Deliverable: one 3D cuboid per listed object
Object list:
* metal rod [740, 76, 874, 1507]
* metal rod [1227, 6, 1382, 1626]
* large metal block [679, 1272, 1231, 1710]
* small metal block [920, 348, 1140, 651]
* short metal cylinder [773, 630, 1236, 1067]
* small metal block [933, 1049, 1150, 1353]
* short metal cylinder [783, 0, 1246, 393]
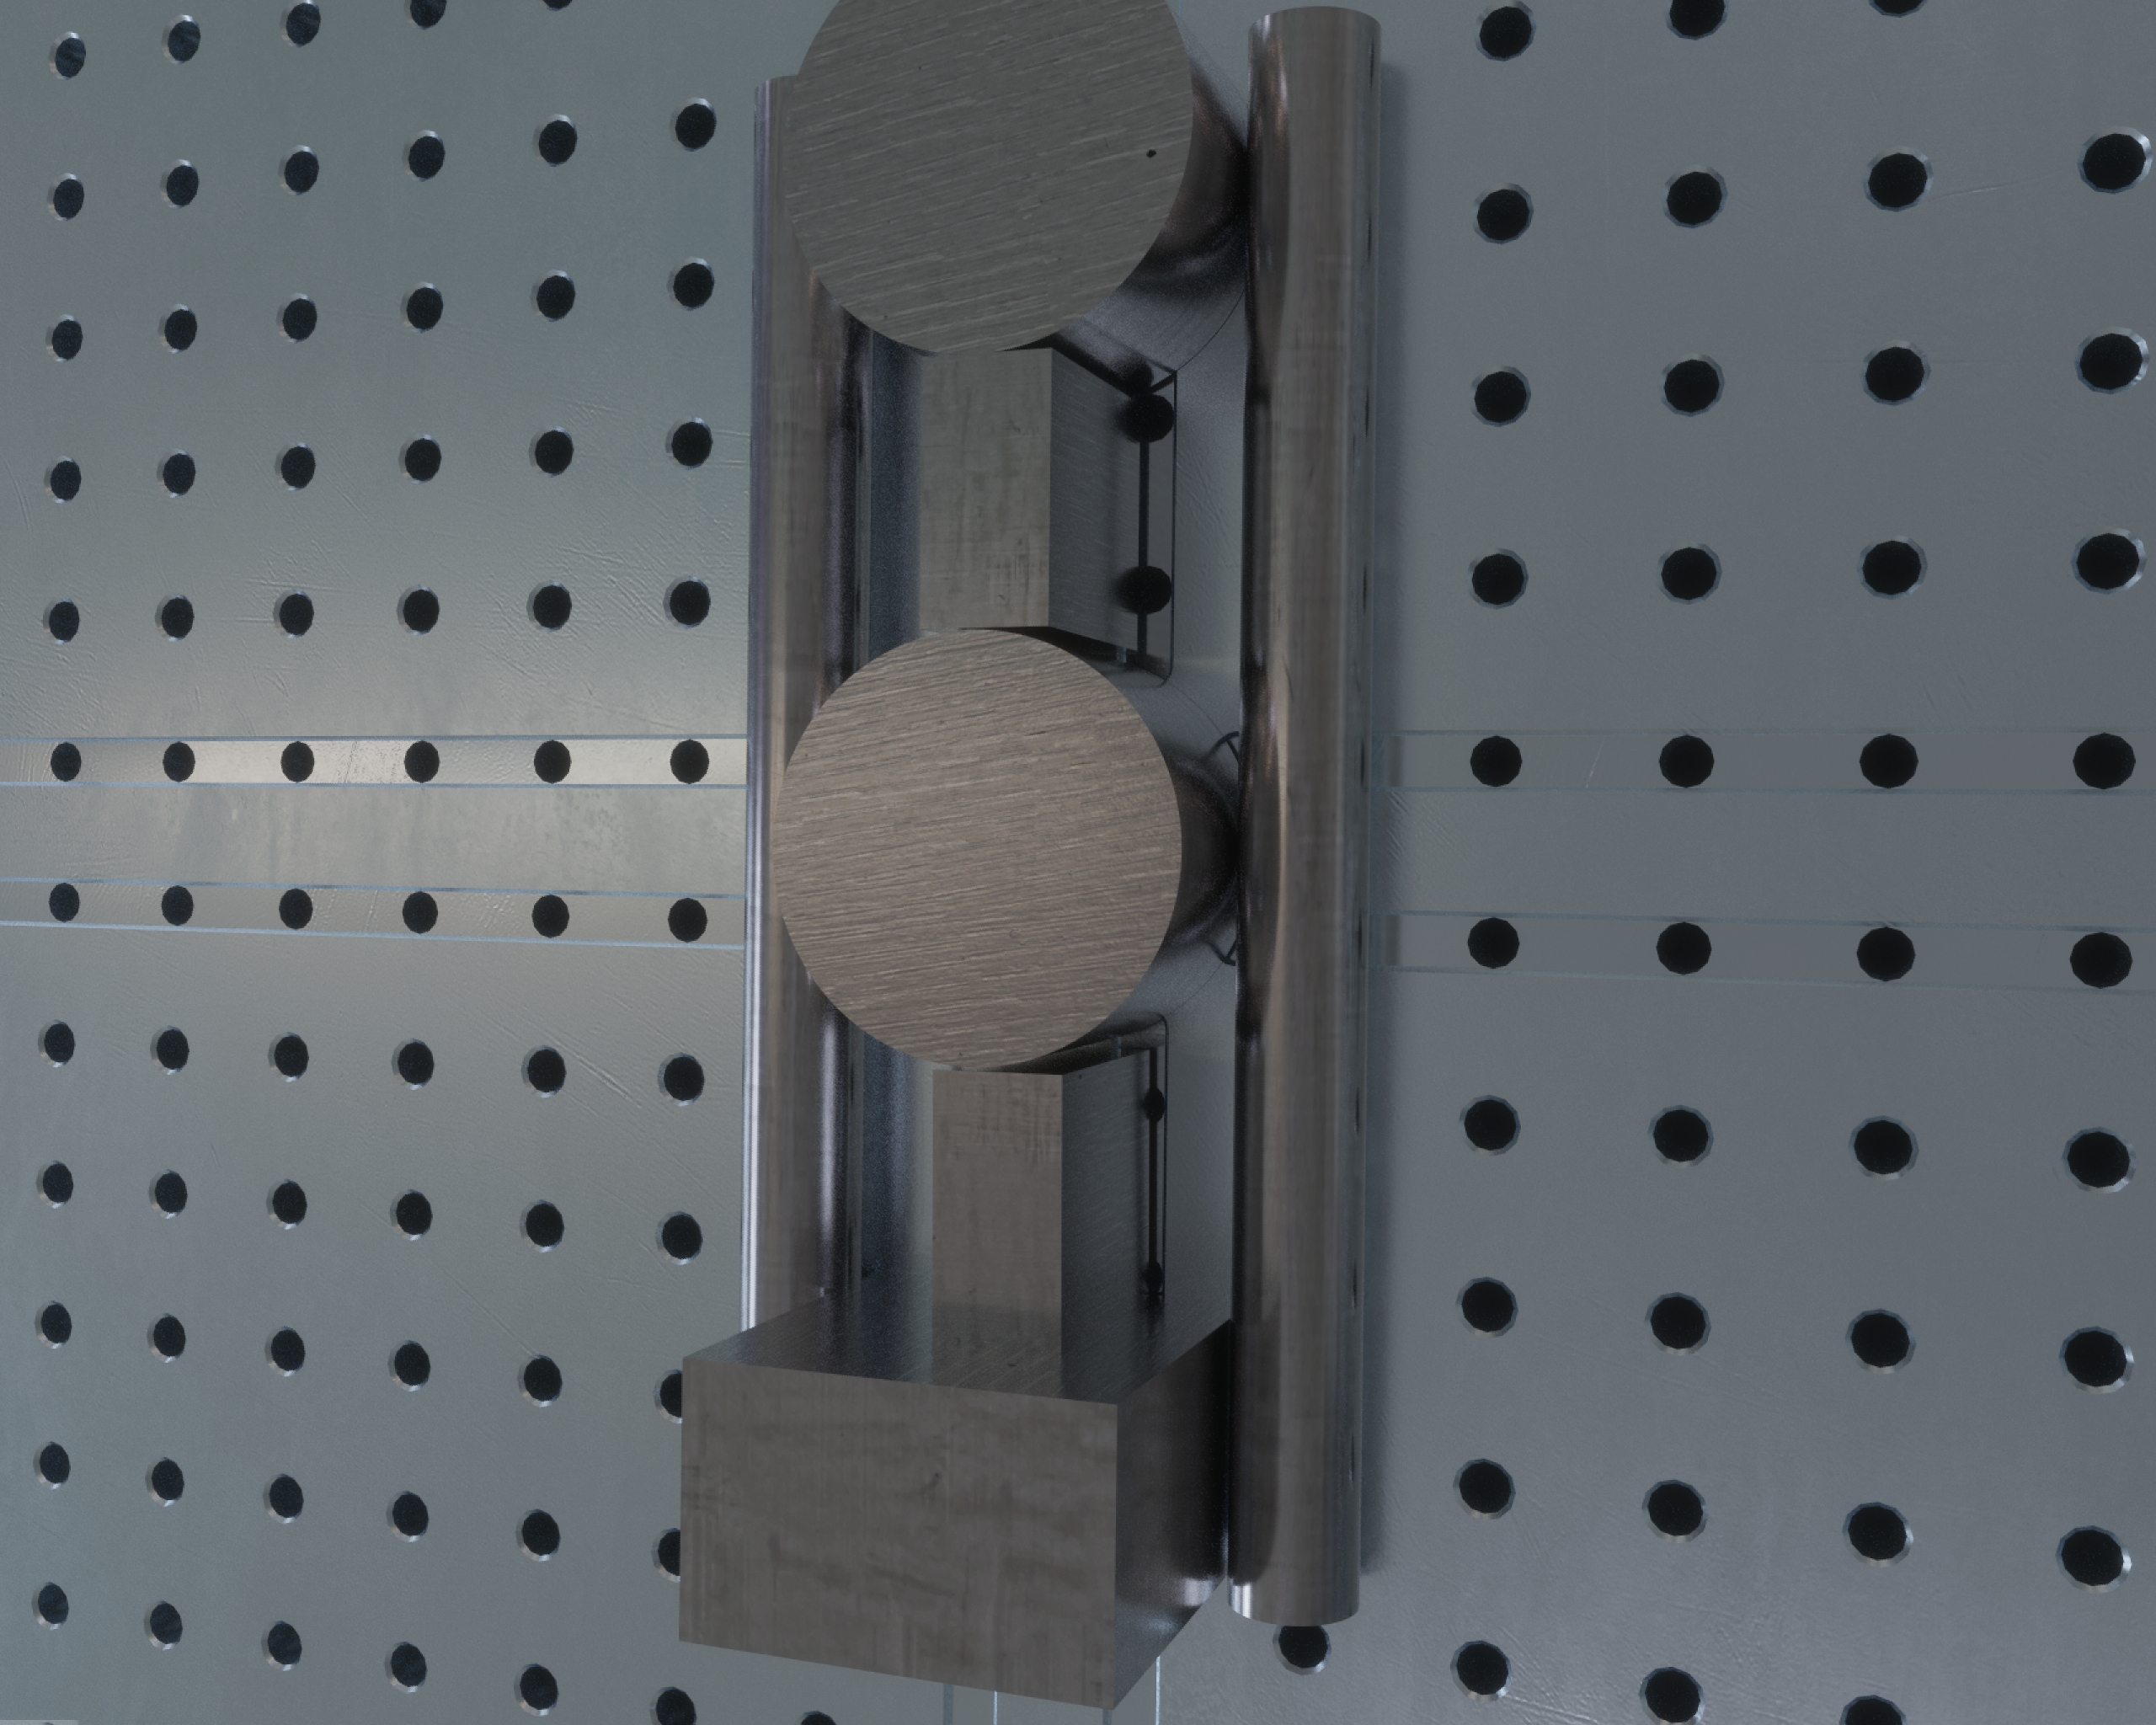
[{"bbox_3d":[-0.056,-0.009,0.431,0.025,0.025,0.298,1,90,20],"label":"metal rod"},{"bbox_3d":[0.043,-0.008,0.396,0.025,0.025,0.298,1,90,20],"label":"metal rod"},{"bbox_3d":[-0.018,0.112,0.390,0.080,0.080,0.050,1,91,20],"label":"large metal block"},{"bbox_3d":[-0.008,-0.068,0.401,0.025,0.050,0.050,1,90,20],"label":"small metal block"},{"bbox_3d":[-0.011,-0.003,0.403,0.080,0.050,0.080,0,90,20],"label":"short metal cylinder"},{"bbox_3d":[-0.006,0.063,0.400,0.025,0.050,0.050,0,90,20],"label":"small metal block"},{"bbox_3d":[-0.009,-0.132,0.402,0.080,0.050,0.080,0,90,20],"label":"short metal cylinder"}]
